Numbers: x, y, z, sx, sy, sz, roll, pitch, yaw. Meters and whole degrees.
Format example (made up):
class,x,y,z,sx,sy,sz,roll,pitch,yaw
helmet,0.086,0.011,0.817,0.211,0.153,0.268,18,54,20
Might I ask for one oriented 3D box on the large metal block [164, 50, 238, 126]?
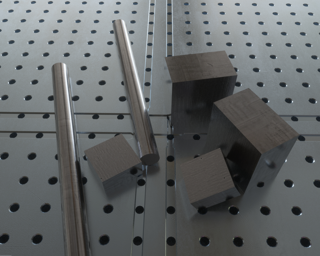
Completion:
class,x,y,z,sx,sy,sz,roll,pitch,yaw
large metal block,0.050,-0.052,0.416,0.081,0.080,0.050,-8,51,-7

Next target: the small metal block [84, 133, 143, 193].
class,x,y,z,sx,sy,sz,roll,pitch,yaw
small metal block,-0.056,0.041,0.373,0.050,0.025,0.050,-26,55,-20

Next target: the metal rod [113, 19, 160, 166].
class,x,y,z,sx,sy,sz,roll,pitch,yaw
metal rod,-0.043,-0.074,0.469,0.025,0.025,0.300,-9,51,-8

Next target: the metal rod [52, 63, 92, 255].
class,x,y,z,sx,sy,sz,roll,pitch,yaw
metal rod,-0.117,0.019,0.390,0.025,0.025,0.300,-12,51,-10

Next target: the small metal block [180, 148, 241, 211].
class,x,y,z,sx,sy,sz,roll,pitch,yaw
small metal block,0.055,0.057,0.347,0.050,0.025,0.050,-24,50,13

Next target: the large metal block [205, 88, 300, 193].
class,x,y,z,sx,sy,sz,roll,pitch,yaw
large metal block,0.101,0.015,0.360,0.050,0.080,0.080,-23,54,-18
